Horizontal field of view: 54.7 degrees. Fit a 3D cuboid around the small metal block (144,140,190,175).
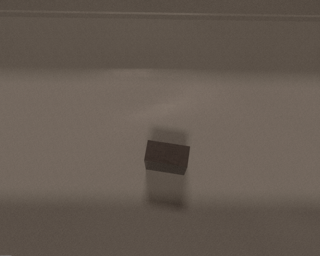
[{"bbox_3d":[0.008,0.038,0.383,0.050,0.050,0.025,9,71,3],"label":"small metal block"}]
